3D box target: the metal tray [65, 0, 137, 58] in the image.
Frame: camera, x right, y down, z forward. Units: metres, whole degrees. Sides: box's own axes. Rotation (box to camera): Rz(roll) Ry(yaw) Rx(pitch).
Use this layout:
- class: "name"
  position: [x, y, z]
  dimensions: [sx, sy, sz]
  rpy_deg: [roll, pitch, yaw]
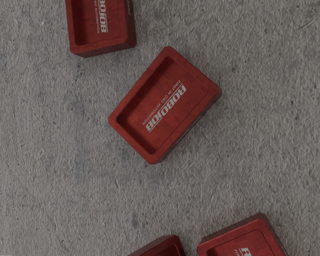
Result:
- class: "metal tray"
  position: [-0.086, -0.172, 0.436]
  dimensions: [0.090, 0.030, 0.129]
  rpy_deg: [-7, 88, 19]

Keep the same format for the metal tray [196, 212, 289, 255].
- class: "metal tray"
  position: [0.114, 0.179, 0.365]
  dimensions: [0.090, 0.030, 0.130]
  rpy_deg: [-31, 80, 17]

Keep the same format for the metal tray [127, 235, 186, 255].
- class: "metal tray"
  position: [0.004, 0.208, 0.371]
  dimensions: [0.030, 0.091, 0.129]
  rpy_deg: [-29, 79, 48]

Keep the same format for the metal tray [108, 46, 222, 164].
- class: "metal tray"
  position: [0.005, -0.028, 0.404]
  dimensions: [0.090, 0.030, 0.130]
  rpy_deg: [44, 103, 14]
